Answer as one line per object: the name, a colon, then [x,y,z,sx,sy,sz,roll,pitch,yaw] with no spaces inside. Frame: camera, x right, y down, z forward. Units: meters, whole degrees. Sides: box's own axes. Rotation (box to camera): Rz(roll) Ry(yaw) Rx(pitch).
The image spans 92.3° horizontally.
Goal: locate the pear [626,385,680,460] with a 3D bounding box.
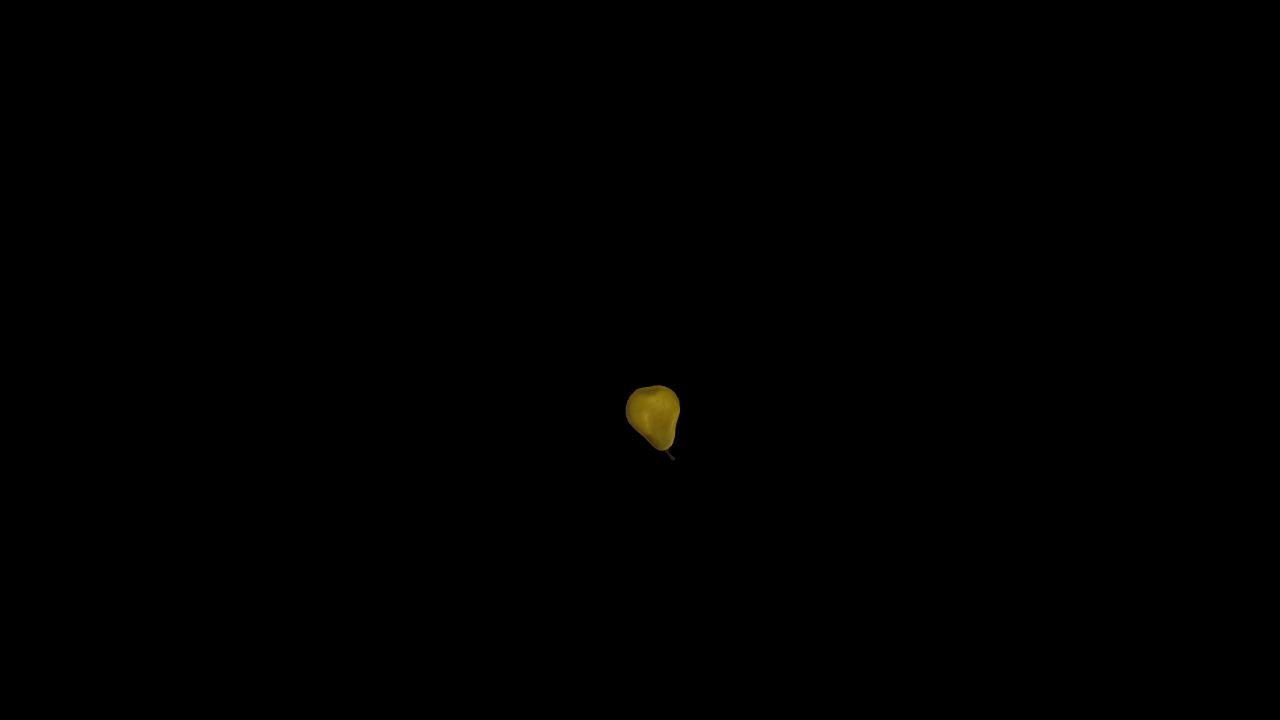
pear: [0.022,0.094,0.896,0.080,0.111,0.080,-8,9,1]
